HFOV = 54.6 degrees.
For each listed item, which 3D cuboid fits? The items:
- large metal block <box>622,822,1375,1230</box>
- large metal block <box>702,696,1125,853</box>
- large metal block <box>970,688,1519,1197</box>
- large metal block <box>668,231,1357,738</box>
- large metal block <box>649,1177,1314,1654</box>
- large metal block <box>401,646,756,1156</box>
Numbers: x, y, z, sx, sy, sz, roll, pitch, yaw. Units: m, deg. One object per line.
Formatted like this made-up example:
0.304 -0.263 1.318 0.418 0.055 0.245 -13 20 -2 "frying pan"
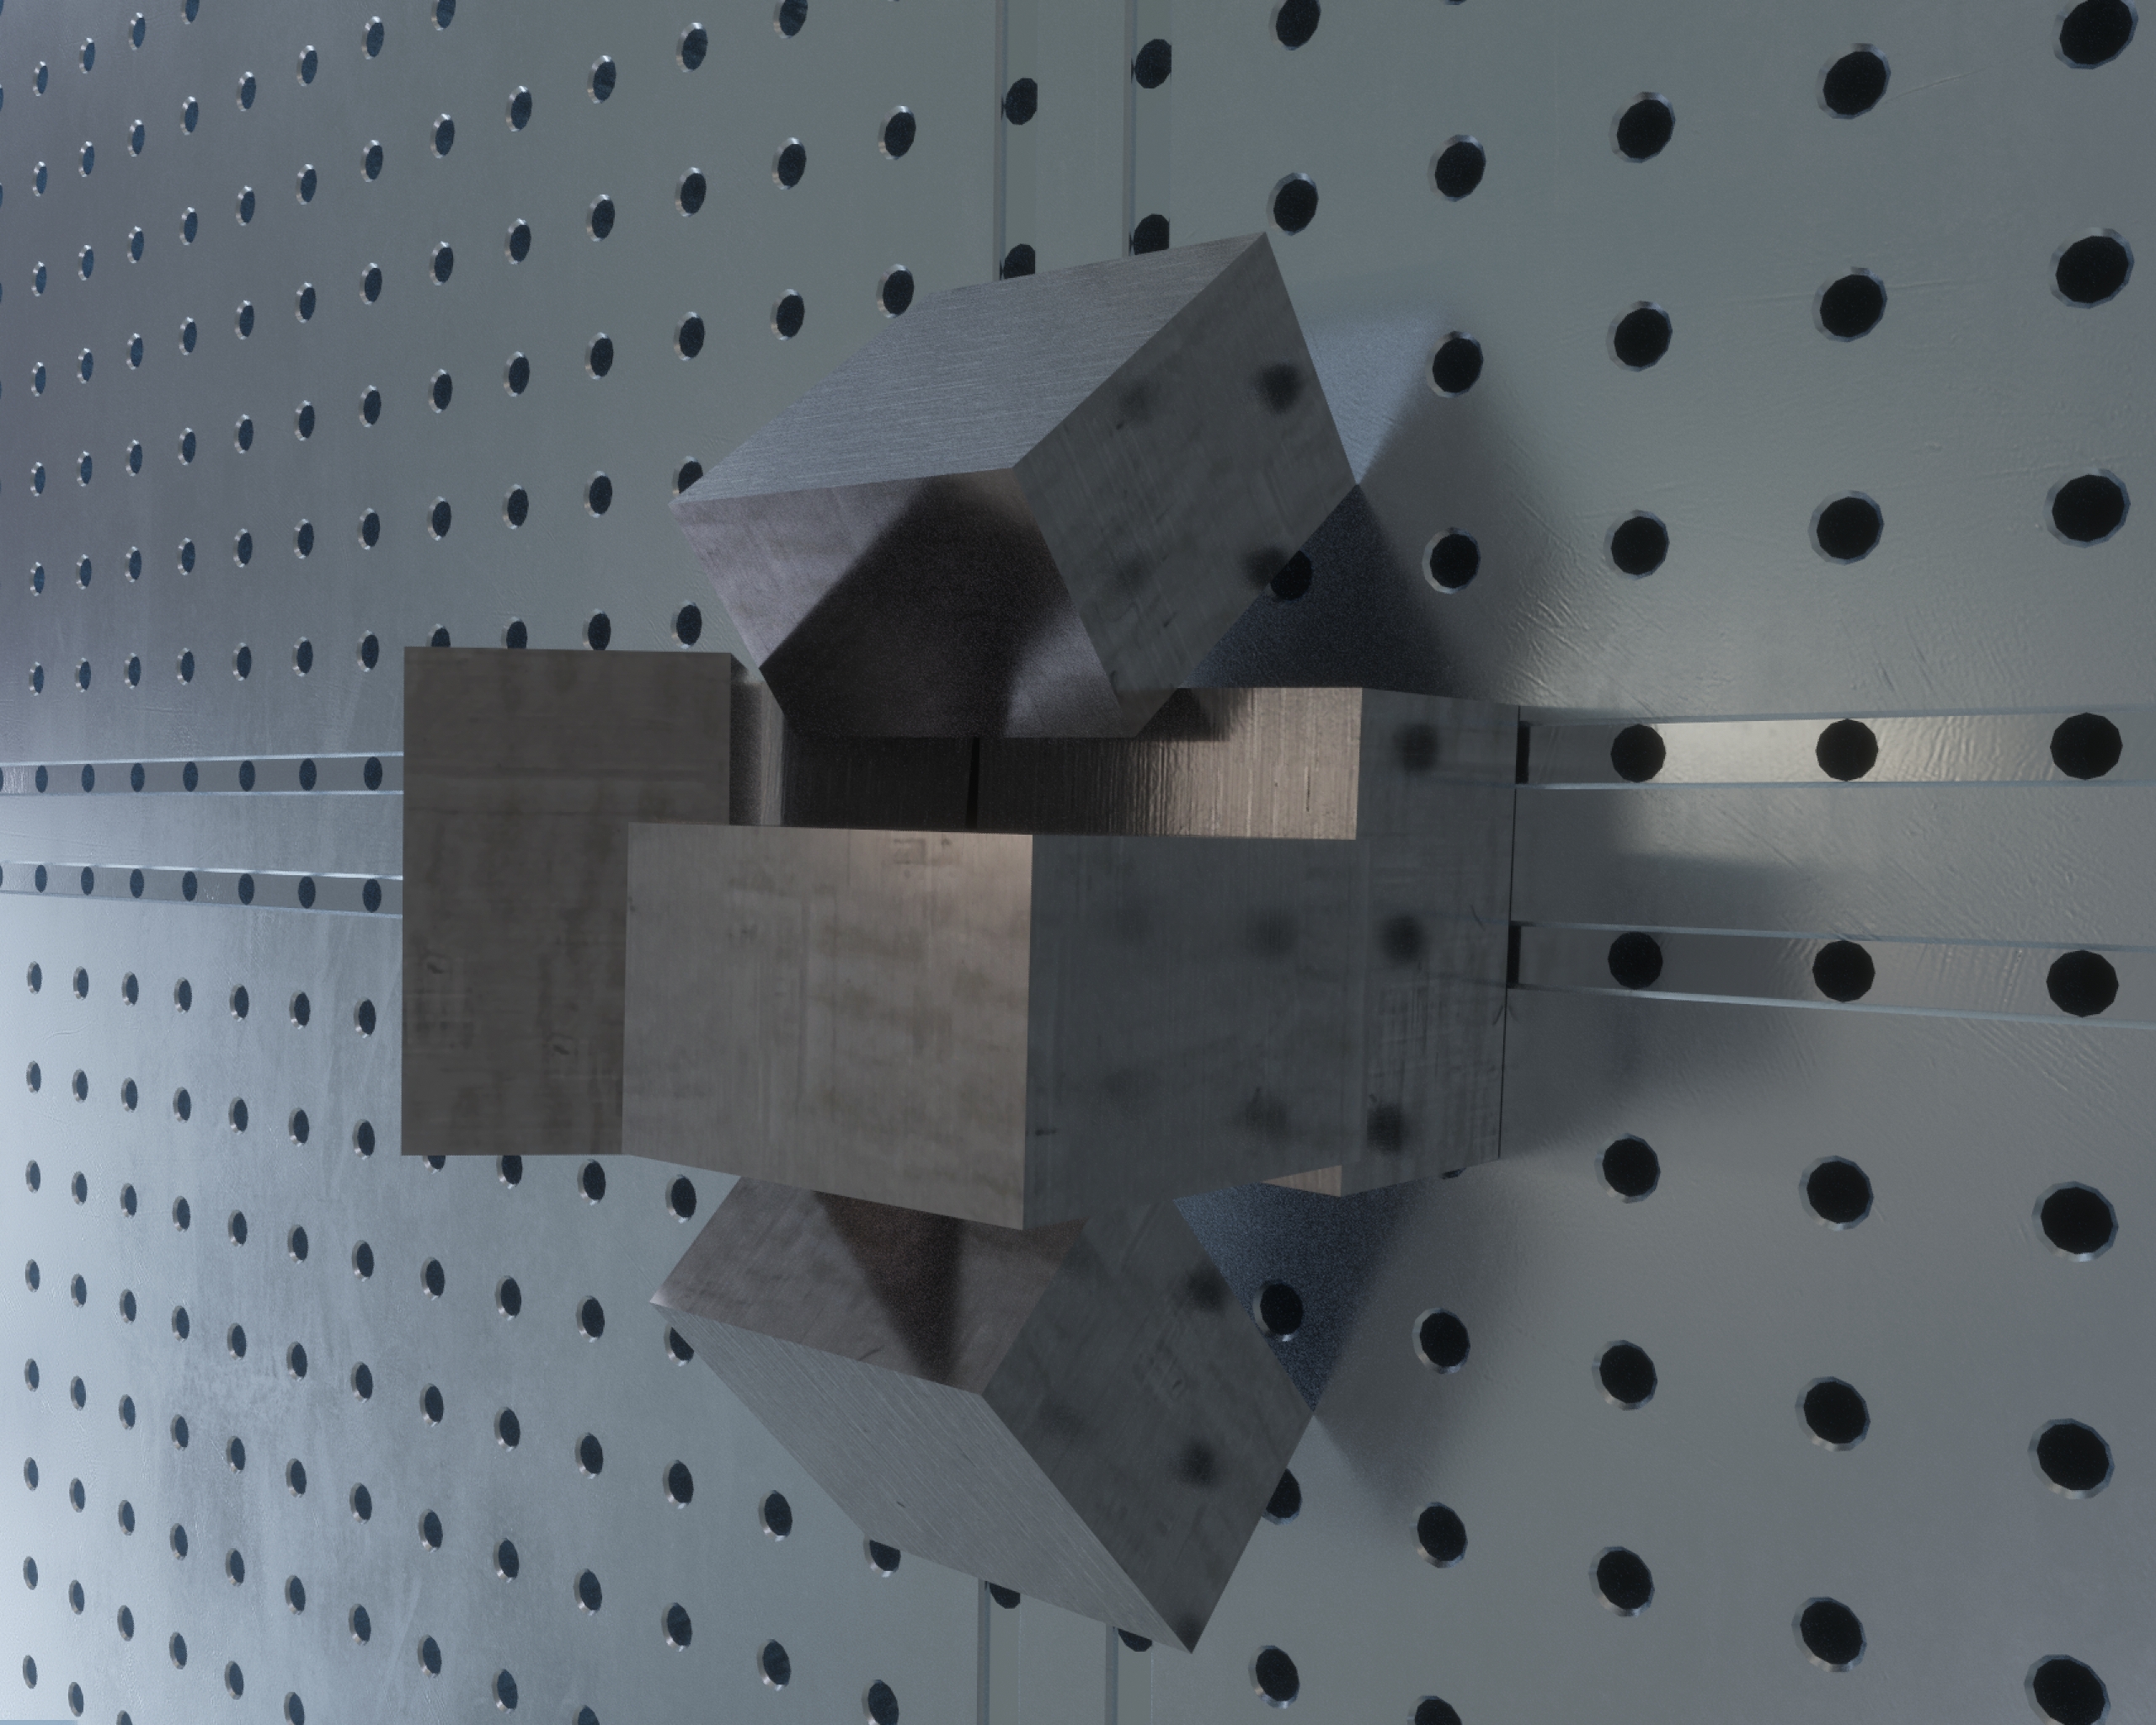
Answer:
-0.011 0.020 0.318 0.080 0.081 0.050 2 91 40 "large metal block"
-0.036 0.006 0.425 0.080 0.050 0.080 9 96 39 "large metal block"
0.028 0.010 0.370 0.080 0.050 0.080 4 93 40 "large metal block"
-0.010 -0.066 0.373 0.080 0.080 0.050 3 130 40 "large metal block"
-0.016 0.091 0.380 0.080 0.050 0.080 3 137 40 "large metal block"
-0.084 0.005 0.368 0.050 0.080 0.080 1 91 -5 "large metal block"
